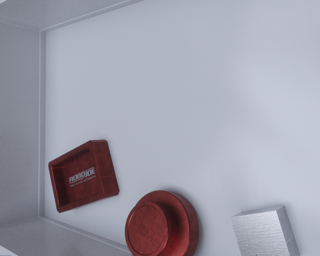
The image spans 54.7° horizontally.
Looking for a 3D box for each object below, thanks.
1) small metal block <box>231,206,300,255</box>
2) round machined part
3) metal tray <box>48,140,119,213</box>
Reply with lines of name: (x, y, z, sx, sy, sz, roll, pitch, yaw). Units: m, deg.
small metal block: (0.107, 0.111, 0.318, 0.050, 0.025, 0.050, -22, 76, 37)
round machined part: (-0.005, 0.126, 0.382, 0.098, 0.042, 0.098, -15, 65, 35)
metal tray: (-0.129, 0.081, 0.506, 0.130, 0.030, 0.090, -25, 74, 36)
